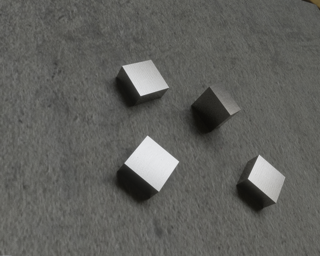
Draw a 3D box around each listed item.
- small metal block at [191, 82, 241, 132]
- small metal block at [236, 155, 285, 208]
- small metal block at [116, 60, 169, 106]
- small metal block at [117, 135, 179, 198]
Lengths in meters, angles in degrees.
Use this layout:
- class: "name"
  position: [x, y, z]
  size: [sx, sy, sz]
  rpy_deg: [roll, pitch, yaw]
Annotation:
- class: "small metal block"
  position: [0.081, -0.030, 0.452]
  size: [0.025, 0.050, 0.050]
  rpy_deg: [-25, 76, -37]
- class: "small metal block"
  position: [0.143, 0.075, 0.438]
  size: [0.050, 0.025, 0.050]
  rpy_deg: [41, 51, -1]
- class: "small metal block"
  position: [-0.024, -0.064, 0.431]
  size: [0.050, 0.025, 0.050]
  rpy_deg: [-22, 74, -36]
- class: "small metal block"
  position: [-0.013, 0.046, 0.370]
  size: [0.050, 0.025, 0.050]
  rpy_deg: [40, 51, -1]
